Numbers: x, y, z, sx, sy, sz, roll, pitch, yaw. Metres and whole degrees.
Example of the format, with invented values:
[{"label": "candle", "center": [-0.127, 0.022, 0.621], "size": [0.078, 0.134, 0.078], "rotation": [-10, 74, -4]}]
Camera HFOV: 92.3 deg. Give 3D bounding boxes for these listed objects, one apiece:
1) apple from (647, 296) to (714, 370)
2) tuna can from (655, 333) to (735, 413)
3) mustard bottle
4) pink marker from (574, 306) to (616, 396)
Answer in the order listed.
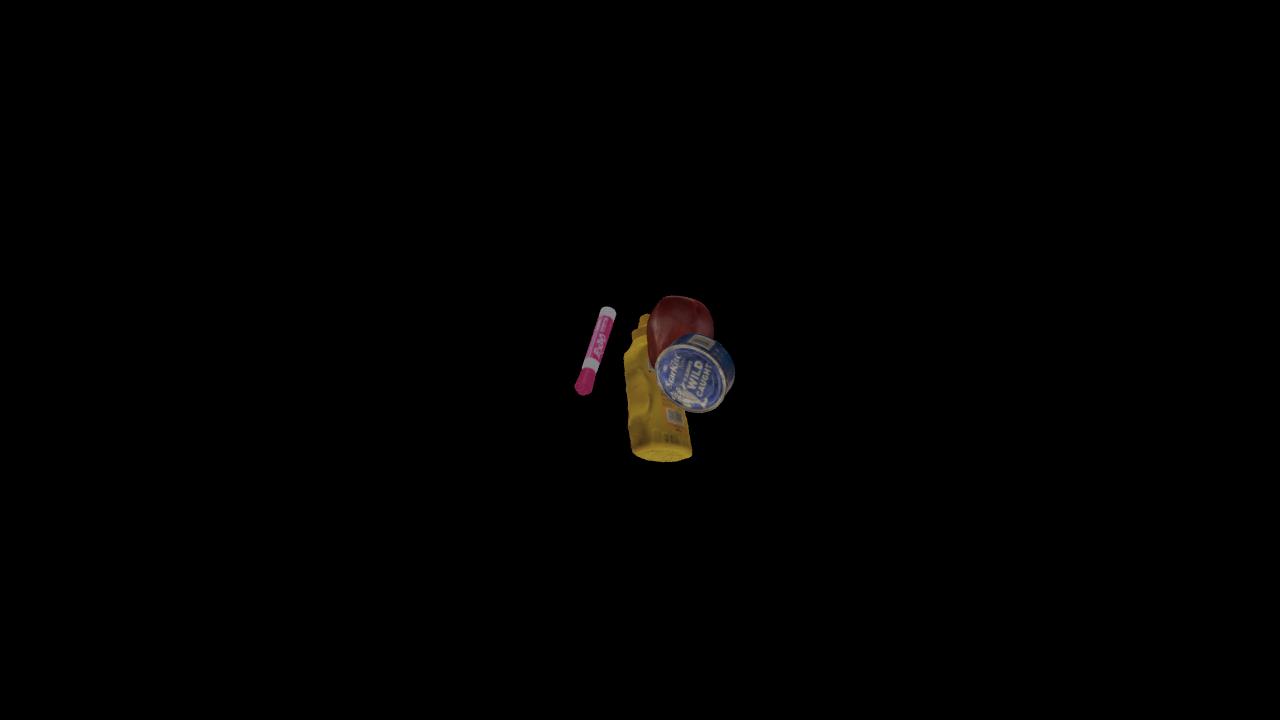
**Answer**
[{"label": "apple", "center": [0.045, -0.030, 0.707], "size": [0.079, 0.093, 0.079], "rotation": [9, -12, 2]}, {"label": "tuna can", "center": [0.060, 0.014, 0.672], "size": [0.084, 0.084, 0.034], "rotation": [0, 27, 31]}, {"label": "mustard bottle", "center": [0.018, 0.027, 0.748], "size": [0.054, 0.184, 0.092], "rotation": [-26, -30, 37]}, {"label": "pink marker", "center": [-0.047, -0.010, 0.664], "size": [0.020, 0.121, 0.020], "rotation": [8, -41, 7]}]
